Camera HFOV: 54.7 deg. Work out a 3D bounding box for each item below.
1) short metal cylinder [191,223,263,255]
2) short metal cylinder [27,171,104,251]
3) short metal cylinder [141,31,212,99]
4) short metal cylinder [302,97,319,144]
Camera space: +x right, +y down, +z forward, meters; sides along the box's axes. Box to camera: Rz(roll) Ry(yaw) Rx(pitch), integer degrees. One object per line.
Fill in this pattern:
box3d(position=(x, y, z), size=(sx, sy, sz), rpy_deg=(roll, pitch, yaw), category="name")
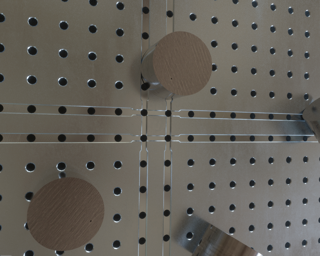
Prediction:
box3d(position=(0.090, 0.172, 0.417), size=(0.080, 0.080, 0.050), rpy_deg=(34, 79, -17), category="short metal cylinder")
box3d(position=(-0.109, 0.093, 0.359), size=(0.081, 0.050, 0.079), rpy_deg=(0, 90, -20), category="short metal cylinder")
box3d(position=(0.021, -0.080, 0.407), size=(0.081, 0.050, 0.080), rpy_deg=(0, 90, -20), category="short metal cylinder")
box3d(position=(0.275, -0.016, 0.485), size=(0.080, 0.080, 0.050), rpy_deg=(-41, 103, -15), category="short metal cylinder")
